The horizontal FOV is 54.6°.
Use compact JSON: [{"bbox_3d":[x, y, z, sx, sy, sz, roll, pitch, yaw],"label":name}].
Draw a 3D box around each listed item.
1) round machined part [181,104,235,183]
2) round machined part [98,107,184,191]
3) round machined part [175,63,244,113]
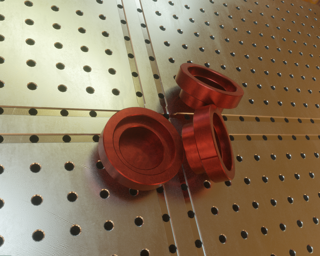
[{"bbox_3d":[0.060,0.022,0.395,0.098,0.042,0.098,48,34,-47],"label":"round machined part"},{"bbox_3d":[-0.025,0.027,0.367,0.099,0.042,0.098,13,56,-21],"label":"round machined part"},{"bbox_3d":[0.067,-0.053,0.448,0.099,0.042,0.098,18,28,-10],"label":"round machined part"}]
